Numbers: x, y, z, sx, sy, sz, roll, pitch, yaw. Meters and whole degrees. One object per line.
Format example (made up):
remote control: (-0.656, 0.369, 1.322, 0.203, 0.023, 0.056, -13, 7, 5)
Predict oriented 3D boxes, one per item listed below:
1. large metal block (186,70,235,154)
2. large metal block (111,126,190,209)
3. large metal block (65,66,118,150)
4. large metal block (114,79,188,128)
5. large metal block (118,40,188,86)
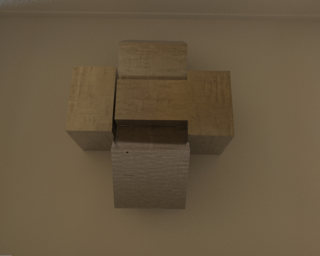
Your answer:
large metal block: (0.056, -0.016, 0.385, 0.050, 0.080, 0.080, 1, 70, 0)
large metal block: (-0.011, 0.045, 0.355, 0.081, 0.079, 0.050, 1, 28, -1)
large metal block: (-0.077, -0.021, 0.386, 0.050, 0.080, 0.080, 1, 70, 0)
large metal block: (-0.009, -0.019, 0.386, 0.080, 0.080, 0.050, 1, 70, 0)
large metal block: (-0.008, -0.087, 0.404, 0.080, 0.080, 0.050, 2, 108, 0)
